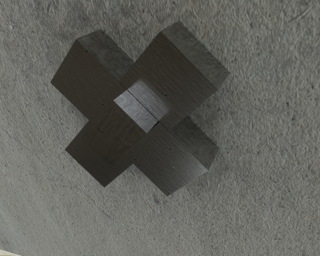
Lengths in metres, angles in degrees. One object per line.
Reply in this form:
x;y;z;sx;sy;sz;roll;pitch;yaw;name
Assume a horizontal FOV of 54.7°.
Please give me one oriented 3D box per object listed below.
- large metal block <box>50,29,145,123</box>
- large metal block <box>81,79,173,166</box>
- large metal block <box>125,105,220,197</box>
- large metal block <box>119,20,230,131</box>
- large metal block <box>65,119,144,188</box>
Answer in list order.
-0.078;-0.063;0.392;0.080;0.050;0.080;45;129;-4;large metal block
-0.038;-0.010;0.385;0.050;0.080;0.080;45;129;-4;large metal block
0.015;0.030;0.401;0.080;0.050;0.080;45;129;-4;large metal block
0.016;-0.057;0.346;0.080;0.050;0.080;45;129;-4;large metal block
-0.076;0.027;0.446;0.080;0.050;0.080;45;129;-4;large metal block
